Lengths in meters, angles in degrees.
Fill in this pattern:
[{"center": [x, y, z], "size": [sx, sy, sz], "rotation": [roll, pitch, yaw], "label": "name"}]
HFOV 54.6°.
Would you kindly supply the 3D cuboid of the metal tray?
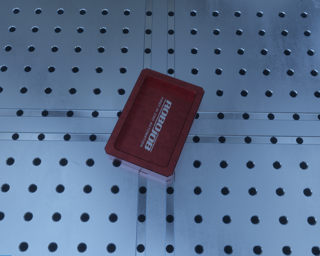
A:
[{"center": [-0.005, -0.007, 0.411], "size": [0.090, 0.030, 0.130], "rotation": [21, 71, 7], "label": "metal tray"}]
